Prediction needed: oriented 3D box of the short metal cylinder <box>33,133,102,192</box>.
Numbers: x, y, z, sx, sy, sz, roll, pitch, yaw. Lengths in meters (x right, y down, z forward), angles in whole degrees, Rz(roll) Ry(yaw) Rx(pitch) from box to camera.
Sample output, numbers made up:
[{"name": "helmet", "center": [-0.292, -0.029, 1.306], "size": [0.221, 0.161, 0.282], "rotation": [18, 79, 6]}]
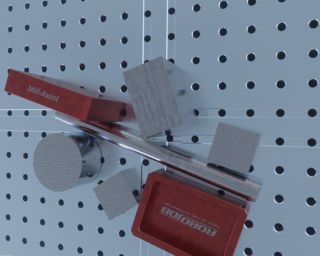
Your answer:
[{"name": "short metal cylinder", "center": [-0.132, 0.047, 0.445], "size": [0.080, 0.050, 0.080], "rotation": [0, 90, 20]}]

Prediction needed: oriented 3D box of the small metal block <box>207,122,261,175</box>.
[{"name": "small metal block", "center": [0.091, 0.024, 0.380], "size": [0.050, 0.025, 0.050], "rotation": [18, 96, 19]}]

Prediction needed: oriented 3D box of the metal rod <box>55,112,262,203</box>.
[{"name": "metal rod", "center": [-0.015, 0.028, 0.418], "size": [0.301, 0.025, 0.025], "rotation": [21, 97, 18]}]

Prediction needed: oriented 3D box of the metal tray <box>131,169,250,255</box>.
[{"name": "metal tray", "center": [0.036, 0.117, 0.396], "size": [0.130, 0.030, 0.089], "rotation": [19, 97, 18]}]

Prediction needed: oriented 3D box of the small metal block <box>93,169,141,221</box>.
[{"name": "small metal block", "center": [-0.057, 0.093, 0.433], "size": [0.050, 0.025, 0.050], "rotation": [-34, 79, 16]}]

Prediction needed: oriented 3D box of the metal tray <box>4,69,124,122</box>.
[{"name": "metal tray", "center": [-0.128, -0.043, 0.422], "size": [0.130, 0.090, 0.030], "rotation": [20, 97, 19]}]

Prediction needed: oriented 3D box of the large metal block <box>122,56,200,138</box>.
[{"name": "large metal block", "center": [0.005, -0.034, 0.383], "size": [0.050, 0.080, 0.080], "rotation": [-20, 84, 19]}]
